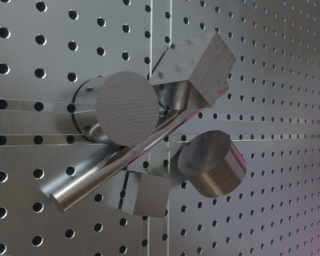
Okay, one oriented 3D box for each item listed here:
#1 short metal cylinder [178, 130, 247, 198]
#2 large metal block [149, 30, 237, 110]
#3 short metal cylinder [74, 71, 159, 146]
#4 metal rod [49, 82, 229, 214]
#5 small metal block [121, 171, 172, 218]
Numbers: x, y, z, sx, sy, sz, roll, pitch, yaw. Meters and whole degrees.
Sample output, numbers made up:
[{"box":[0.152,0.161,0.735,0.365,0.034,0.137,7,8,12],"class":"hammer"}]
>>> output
[{"box":[0.072,0.049,0.430,0.050,0.080,0.080,51,60,-28],"class":"short metal cylinder"},{"box":[0.039,-0.071,0.402,0.050,0.080,0.080,44,64,-32],"class":"large metal block"},{"box":[-0.048,-0.021,0.348,0.081,0.050,0.079,0,90,-40],"class":"short metal cylinder"},{"box":[-0.004,0.005,0.402,0.302,0.025,0.025,-35,112,-34],"class":"metal rod"},{"box":[-0.016,0.084,0.391,0.050,0.025,0.050,19,78,-38],"class":"small metal block"}]
